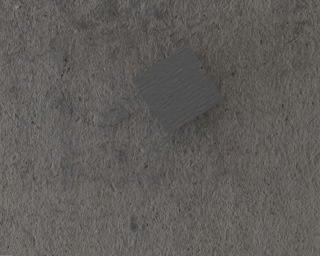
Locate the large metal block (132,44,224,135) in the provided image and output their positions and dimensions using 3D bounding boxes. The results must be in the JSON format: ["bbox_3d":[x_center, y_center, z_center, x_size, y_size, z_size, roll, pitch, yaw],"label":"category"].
[{"bbox_3d":[0.022,-0.047,0.398,0.080,0.050,0.080,-33,90,0],"label":"large metal block"}]
